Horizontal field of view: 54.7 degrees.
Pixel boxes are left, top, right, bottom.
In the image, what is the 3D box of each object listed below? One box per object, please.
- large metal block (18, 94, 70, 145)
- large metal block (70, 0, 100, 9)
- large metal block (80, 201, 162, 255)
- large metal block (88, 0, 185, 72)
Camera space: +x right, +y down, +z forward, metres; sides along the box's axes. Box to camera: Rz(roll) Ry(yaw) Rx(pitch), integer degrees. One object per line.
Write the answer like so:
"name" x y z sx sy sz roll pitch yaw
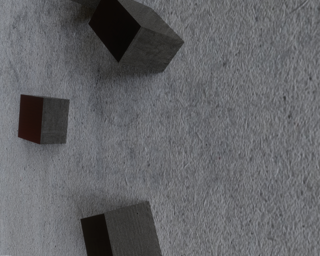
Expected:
"large metal block" -0.213 -0.017 0.565 0.080 0.050 0.079 10 97 39
"large metal block" -0.093 -0.222 0.446 0.050 0.081 0.079 6 94 40
"large metal block" -0.050 0.148 0.410 0.050 0.081 0.080 -24 75 38
"large metal block" -0.030 -0.121 0.394 0.050 0.081 0.080 -52 60 27
